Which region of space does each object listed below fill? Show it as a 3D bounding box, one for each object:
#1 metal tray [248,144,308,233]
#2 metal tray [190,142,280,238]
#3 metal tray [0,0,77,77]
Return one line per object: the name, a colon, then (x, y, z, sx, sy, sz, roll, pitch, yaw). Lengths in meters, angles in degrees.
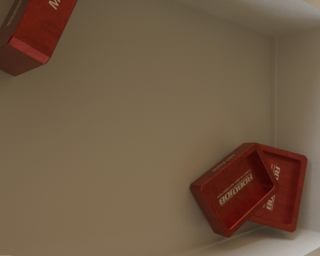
metal tray: (0.192, 0.101, 0.529, 0.090, 0.030, 0.130, 15, 77, 3)
metal tray: (0.119, 0.092, 0.479, 0.131, 0.030, 0.090, -33, 100, -25)
metal tray: (-0.104, -0.114, 0.276, 0.030, 0.090, 0.130, 30, 71, -36)
